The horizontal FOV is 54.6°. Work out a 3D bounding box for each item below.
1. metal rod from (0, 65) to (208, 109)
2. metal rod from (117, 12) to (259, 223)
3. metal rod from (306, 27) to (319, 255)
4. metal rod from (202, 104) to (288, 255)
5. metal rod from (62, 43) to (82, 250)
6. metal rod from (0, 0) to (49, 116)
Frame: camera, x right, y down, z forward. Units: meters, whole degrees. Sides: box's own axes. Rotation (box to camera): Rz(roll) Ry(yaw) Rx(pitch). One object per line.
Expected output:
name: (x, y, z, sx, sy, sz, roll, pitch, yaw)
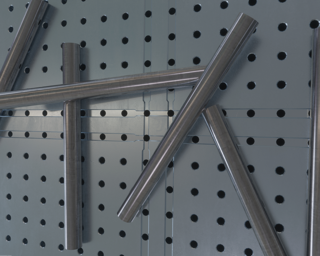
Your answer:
metal rod: (-0.086, -0.054, 0.423, 0.301, 0.025, 0.025, -5, 88, 12)
metal rod: (0.026, 0.000, 0.389, 0.025, 0.025, 0.299, 36, 107, 16)
metal rod: (0.181, 0.039, 0.348, 0.025, 0.025, 0.298, 2, 91, 20)
metal rod: (0.120, 0.112, 0.370, 0.025, 0.025, 0.299, -25, 82, 18)
metal rod: (-0.130, 0.026, 0.459, 0.025, 0.025, 0.298, -1, 90, 20)
metal rod: (-0.253, -0.069, 0.503, 0.025, 0.025, 0.299, 31, 100, 17)
